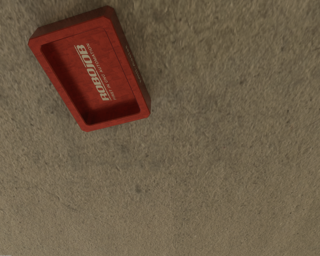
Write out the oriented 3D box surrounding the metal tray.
[{"bbox_3d":[-0.072,-0.060,0.352,0.090,0.030,0.130,-14,129,11],"label":"metal tray"}]
